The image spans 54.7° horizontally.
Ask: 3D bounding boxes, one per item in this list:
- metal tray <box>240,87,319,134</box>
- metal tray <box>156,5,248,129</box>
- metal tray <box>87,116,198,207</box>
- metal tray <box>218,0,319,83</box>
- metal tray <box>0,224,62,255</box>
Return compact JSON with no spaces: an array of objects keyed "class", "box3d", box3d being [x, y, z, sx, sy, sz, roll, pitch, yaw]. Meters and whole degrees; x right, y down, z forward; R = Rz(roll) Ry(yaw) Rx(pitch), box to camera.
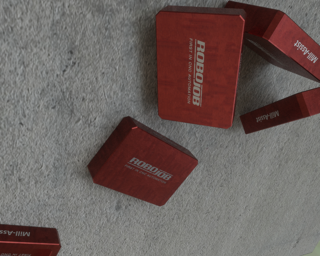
[{"class":"metal tray","box3d":[0.185,-0.026,0.431,0.091,0.130,0.030,-15,85,-20]},{"class":"metal tray","box3d":[0.044,-0.067,0.351,0.090,0.030,0.129,9,124,16]},{"class":"metal tray","box3d":[-0.020,0.050,0.424,0.131,0.030,0.090,31,101,-38]},{"class":"metal tray","box3d":[0.142,-0.103,0.377,0.131,0.090,0.030,20,105,-36]},{"class":"metal tray","box3d":[-0.206,0.167,0.393,0.131,0.030,0.090,19,108,-36]}]
